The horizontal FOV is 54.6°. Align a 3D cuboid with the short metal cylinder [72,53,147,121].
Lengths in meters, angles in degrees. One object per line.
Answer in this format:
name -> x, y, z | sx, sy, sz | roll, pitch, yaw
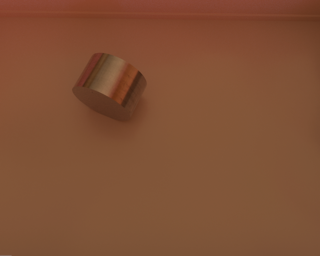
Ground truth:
short metal cylinder -> -0.064, -0.051, 0.399 | 0.080, 0.080, 0.050 | 22, 72, 8
